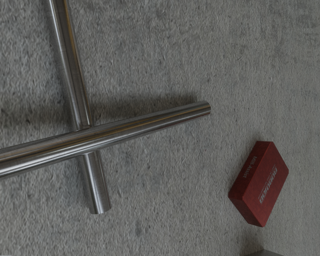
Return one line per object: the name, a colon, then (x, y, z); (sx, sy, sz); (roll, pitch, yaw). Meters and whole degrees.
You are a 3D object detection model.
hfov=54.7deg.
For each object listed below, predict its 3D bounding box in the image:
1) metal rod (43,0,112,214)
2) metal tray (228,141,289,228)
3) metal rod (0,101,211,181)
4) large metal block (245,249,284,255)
metal rod: (-0.093, -0.053, 0.328); (0.025, 0.025, 0.298); (-17, 101, -39)
metal tray: (0.181, 0.098, 0.557); (0.090, 0.030, 0.130); (52, 59, -28)
metal rod: (-0.033, 0.001, 0.352); (0.302, 0.025, 0.025); (-17, 101, -47)
large metal block: (0.193, 0.254, 0.535); (0.081, 0.080, 0.050); (5, 87, -40)
